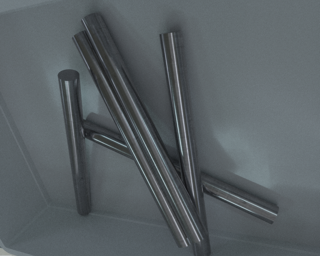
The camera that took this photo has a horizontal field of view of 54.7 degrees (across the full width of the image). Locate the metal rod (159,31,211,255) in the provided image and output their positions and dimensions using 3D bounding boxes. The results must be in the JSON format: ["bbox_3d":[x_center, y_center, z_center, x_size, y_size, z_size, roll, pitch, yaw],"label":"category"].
[{"bbox_3d":[0.035,0.035,0.385,0.025,0.025,0.298,0,111,27],"label":"metal rod"}]

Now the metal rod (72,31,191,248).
[{"bbox_3d":[-0.032,0.017,0.397,0.025,0.025,0.299,-24,95,36],"label":"metal rod"}]

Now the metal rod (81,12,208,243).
[{"bbox_3d":[-0.017,0.002,0.379,0.025,0.025,0.299,-24,94,36],"label":"metal rod"}]

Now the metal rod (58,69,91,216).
[{"bbox_3d":[-0.125,0.044,0.472,0.025,0.025,0.298,22,135,14],"label":"metal rod"}]

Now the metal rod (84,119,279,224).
[{"bbox_3d":[0.014,0.055,0.434,0.301,0.025,0.025,23,127,13],"label":"metal rod"}]
